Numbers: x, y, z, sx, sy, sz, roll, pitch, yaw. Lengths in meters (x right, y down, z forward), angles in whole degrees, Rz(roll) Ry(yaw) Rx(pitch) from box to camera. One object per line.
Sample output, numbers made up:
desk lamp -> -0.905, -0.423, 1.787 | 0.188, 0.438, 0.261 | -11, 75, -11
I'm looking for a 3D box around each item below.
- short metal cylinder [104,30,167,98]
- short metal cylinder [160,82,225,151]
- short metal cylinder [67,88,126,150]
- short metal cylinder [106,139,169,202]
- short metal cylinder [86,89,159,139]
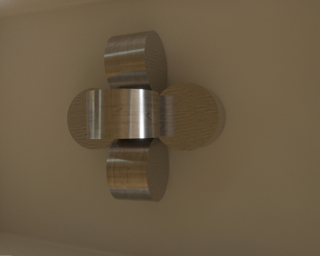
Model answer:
short metal cylinder -> -0.027, -0.078, 0.389 | 0.050, 0.080, 0.080 | -2, 90, 19
short metal cylinder -> 0.036, -0.013, 0.382 | 0.080, 0.050, 0.080 | 0, 90, 20
short metal cylinder -> -0.077, -0.012, 0.423 | 0.080, 0.050, 0.080 | 0, 90, 20
short metal cylinder -> -0.025, 0.050, 0.388 | 0.050, 0.080, 0.080 | -2, 90, 19
short metal cylinder -> -0.041, -0.014, 0.347 | 0.080, 0.080, 0.050 | -1, 90, 20
